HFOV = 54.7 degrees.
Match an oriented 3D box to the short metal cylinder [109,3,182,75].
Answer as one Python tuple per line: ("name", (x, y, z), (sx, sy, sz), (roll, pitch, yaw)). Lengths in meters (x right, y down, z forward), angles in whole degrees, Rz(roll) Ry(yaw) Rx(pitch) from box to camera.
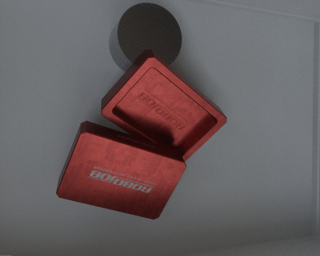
("short metal cylinder", (-0.019, -0.109, 0.391), (0.081, 0.050, 0.079), (0, 90, -20))

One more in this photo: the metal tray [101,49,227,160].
("metal tray", (0.006, -0.020, 0.379), (0.130, 0.030, 0.090), (36, 108, -26))

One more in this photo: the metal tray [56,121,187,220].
("metal tray", (-0.046, 0.054, 0.373), (0.131, 0.030, 0.089), (19, 109, -20))

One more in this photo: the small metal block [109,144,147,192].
("small metal block", (-0.045, 0.046, 0.395), (0.050, 0.025, 0.050), (42, 77, -16))
